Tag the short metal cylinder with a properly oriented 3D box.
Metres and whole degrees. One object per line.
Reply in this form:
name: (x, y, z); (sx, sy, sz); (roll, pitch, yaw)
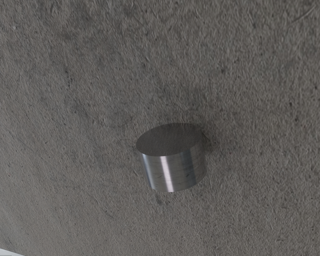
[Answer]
short metal cylinder: (0.015, 0.034, 0.385); (0.080, 0.080, 0.050); (2, 119, 27)
